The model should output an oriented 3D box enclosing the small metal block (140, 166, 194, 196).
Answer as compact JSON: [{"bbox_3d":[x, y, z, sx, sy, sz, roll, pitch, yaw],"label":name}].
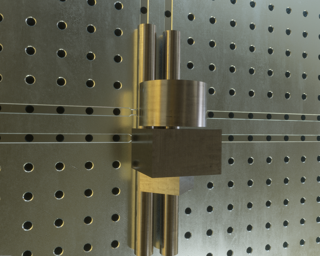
[{"bbox_3d":[0.010,0.063,0.380,0.050,0.050,0.025,1,90,-65],"label":"small metal block"}]

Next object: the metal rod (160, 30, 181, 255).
[{"bbox_3d":[0.014,0.020,0.420,0.025,0.025,0.298,1,90,-20],"label":"metal rod"}]

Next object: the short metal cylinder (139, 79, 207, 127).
[{"bbox_3d":[0.016,-0.027,0.368,0.081,0.080,0.050,1,90,-20],"label":"short metal cylinder"}]

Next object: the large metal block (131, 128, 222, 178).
[{"bbox_3d":[0.016,0.026,0.364,0.081,0.080,0.050,0,90,-20],"label":"large metal block"}]

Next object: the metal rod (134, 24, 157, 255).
[{"bbox_3d":[-0.019,0.015,0.408,0.025,0.025,0.298,1,90,-20],"label":"metal rod"}]
